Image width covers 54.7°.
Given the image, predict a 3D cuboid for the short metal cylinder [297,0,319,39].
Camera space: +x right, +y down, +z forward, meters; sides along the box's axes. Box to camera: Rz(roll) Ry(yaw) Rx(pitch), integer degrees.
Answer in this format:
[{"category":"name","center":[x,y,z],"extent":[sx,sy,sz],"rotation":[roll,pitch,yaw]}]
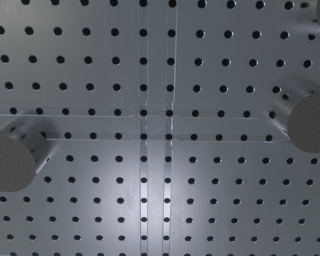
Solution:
[{"category":"short metal cylinder","center":[0.206,-0.140,0.350],"extent":[0.081,0.050,0.079],"rotation":[0,110,0]}]

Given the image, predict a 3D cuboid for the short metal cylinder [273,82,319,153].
[{"category":"short metal cylinder","center":[0.194,-0.014,0.396],"extent":[0.081,0.050,0.079],"rotation":[0,110,0]}]

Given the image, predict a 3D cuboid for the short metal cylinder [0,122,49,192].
[{"category":"short metal cylinder","center":[-0.196,0.038,0.412],"extent":[0.081,0.050,0.079],"rotation":[0,110,0]}]
